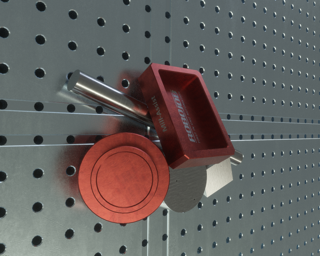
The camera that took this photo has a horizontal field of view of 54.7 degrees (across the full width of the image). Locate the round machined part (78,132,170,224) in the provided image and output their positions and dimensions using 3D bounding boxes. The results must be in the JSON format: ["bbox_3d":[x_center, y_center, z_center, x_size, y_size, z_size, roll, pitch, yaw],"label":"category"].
[{"bbox_3d":[-0.038,0.053,0.332,0.099,0.042,0.097,1,86,-7],"label":"round machined part"}]

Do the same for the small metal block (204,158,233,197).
[{"bbox_3d":[0.077,0.065,0.456,0.050,0.025,0.050,-29,125,-20],"label":"small metal block"}]

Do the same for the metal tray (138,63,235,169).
[{"bbox_3d":[0.033,-0.017,0.391,0.091,0.030,0.130,0,61,-41],"label":"metal tray"}]

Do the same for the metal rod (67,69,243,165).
[{"bbox_3d":[0.017,-0.001,0.419,0.302,0.025,0.025,25,75,-37],"label":"metal rod"}]

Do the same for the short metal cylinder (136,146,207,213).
[{"bbox_3d":[0.015,0.064,0.401,0.081,0.050,0.079,0,90,-40],"label":"short metal cylinder"}]
